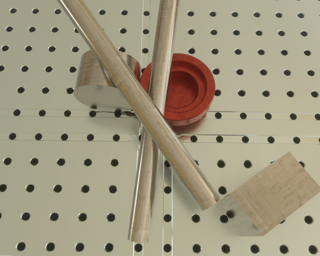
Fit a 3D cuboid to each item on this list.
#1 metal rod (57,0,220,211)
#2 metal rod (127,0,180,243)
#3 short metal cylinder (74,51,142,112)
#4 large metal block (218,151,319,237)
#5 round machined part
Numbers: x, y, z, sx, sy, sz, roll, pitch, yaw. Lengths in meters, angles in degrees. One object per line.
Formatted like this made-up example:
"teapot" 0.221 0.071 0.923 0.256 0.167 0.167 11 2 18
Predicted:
"metal rod" -0.029 -0.040 0.351 0.025 0.025 0.299 -34 85 -12
"metal rod" -0.006 -0.016 0.374 0.025 0.025 0.298 7 86 2
"short metal cylinder" -0.067 -0.059 0.404 0.080 0.080 0.050 5 70 1
"large metal block" 0.120 0.079 0.355 0.080 0.080 0.050 -33 74 -11
"round machined part" 0.023 -0.048 0.420 0.099 0.042 0.098 0 71 0
